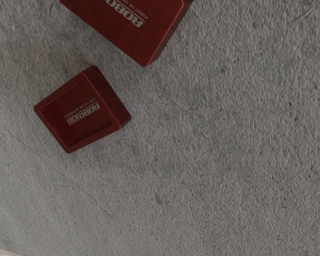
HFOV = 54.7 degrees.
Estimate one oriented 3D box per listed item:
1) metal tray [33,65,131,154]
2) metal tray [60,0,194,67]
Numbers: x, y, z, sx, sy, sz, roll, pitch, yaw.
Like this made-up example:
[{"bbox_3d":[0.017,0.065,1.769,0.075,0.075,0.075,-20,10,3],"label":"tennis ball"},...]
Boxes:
[{"bbox_3d":[-0.116,-0.022,0.450,0.130,0.030,0.090,-24,106,36],"label":"metal tray"},{"bbox_3d":[-0.041,-0.141,0.338,0.130,0.030,0.089,38,129,2],"label":"metal tray"}]
